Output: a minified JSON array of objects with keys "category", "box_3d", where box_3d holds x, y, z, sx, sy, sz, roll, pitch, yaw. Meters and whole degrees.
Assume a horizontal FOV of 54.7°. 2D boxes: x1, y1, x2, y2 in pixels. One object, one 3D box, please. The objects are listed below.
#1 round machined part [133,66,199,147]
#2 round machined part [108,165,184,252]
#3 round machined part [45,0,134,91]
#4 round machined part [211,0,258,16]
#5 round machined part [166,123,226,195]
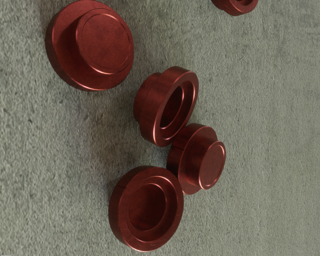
[{"category":"round machined part","box_3d":[0.004,-0.029,0.378,0.098,0.042,0.097,-45,150,-35]},{"category":"round machined part","box_3d":[-0.021,0.094,0.376,0.099,0.042,0.097,0,90,-40]},{"category":"round machined part","box_3d":[-0.068,-0.090,0.336,0.099,0.042,0.097,0,90,-40]},{"category":"round machined part","box_3d":[0.111,-0.225,0.486,0.099,0.042,0.097,0,90,-40]},{"category":"round machined part","box_3d":[0.055,0.045,0.422,0.099,0.042,0.097,-24,121,-46]}]
